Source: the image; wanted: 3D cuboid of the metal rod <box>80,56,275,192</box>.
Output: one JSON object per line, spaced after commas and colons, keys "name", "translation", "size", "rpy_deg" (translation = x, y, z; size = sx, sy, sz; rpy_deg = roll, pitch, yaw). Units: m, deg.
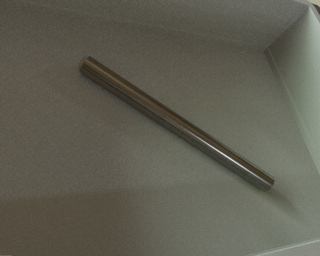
{"name": "metal rod", "translation": [0.028, -0.002, 0.420], "size": [0.301, 0.025, 0.025], "rpy_deg": [33, 52, -7]}
